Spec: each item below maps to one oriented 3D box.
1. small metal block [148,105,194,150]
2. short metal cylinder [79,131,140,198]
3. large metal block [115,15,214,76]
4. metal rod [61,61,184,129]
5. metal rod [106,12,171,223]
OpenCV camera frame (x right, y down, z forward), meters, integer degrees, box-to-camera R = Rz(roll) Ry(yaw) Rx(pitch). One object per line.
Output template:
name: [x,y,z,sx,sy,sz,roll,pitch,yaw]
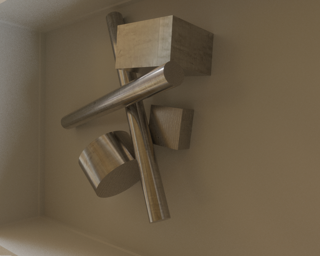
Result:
small metal block: [0.013,-0.002,0.394,0.050,0.025,0.050,11,97,39]
short metal cylinder: [-0.062,0.049,0.420,0.050,0.081,0.080,52,120,27]
large metal block: [0.006,-0.091,0.364,0.080,0.081,0.050,6,94,39]
metal rod: [-0.073,-0.031,0.416,0.299,0.025,0.025,-14,81,54]
metal rod: [-0.034,-0.029,0.407,0.025,0.025,0.299,-30,64,35]
